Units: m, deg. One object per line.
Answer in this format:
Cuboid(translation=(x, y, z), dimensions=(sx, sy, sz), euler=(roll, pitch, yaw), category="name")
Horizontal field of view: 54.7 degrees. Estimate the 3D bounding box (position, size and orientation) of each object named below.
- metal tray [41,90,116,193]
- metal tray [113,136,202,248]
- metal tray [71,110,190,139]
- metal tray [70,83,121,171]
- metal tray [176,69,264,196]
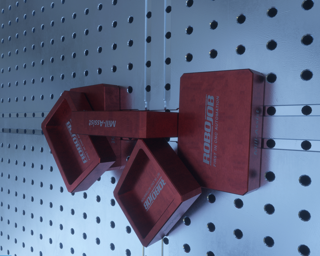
Cuboid(translation=(-0.127, 0.019, 0.466), dimensions=(0.090, 0.030, 0.130), euler=(-45, 64, 30), category="metal tray")
Cuboid(translation=(-0.010, 0.080, 0.388), dimensions=(0.090, 0.030, 0.129), euler=(53, 138, 26), category="metal tray")
Cuboid(translation=(-0.039, -0.006, 0.396), dimensions=(0.130, 0.091, 0.030), euler=(2, 92, 39), category="metal tray")
Cuboid(translation=(-0.104, 0.000, 0.490), dimensions=(0.090, 0.030, 0.129), euler=(-1, 90, 40), category="metal tray")
Cuboid(translation=(0.065, 0.002, 0.350), dimensions=(0.090, 0.030, 0.129), euler=(4, 92, 39), category="metal tray")
